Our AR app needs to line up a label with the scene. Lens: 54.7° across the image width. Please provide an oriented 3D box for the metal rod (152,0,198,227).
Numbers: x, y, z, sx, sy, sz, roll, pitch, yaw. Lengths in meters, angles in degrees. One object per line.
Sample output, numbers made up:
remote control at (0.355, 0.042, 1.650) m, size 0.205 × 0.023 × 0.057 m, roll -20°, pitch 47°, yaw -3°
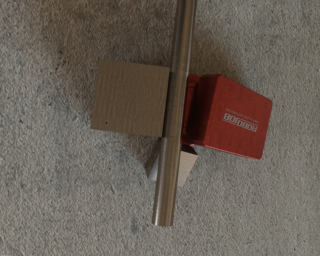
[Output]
metal rod at (0.020, -0.036, 0.373) m, size 0.025 × 0.025 × 0.298 m, roll 8°, pitch 85°, yaw -20°

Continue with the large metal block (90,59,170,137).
large metal block at (-0.034, -0.033, 0.373) m, size 0.081 × 0.050 × 0.080 m, roll 7°, pitch 88°, yaw -2°

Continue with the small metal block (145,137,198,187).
small metal block at (0.014, 0.045, 0.405) m, size 0.050 × 0.025 × 0.050 m, roll 17°, pitch 110°, yaw -19°

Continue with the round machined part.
round machined part at (0.037, -0.025, 0.415) m, size 0.099 × 0.042 × 0.097 m, roll 0°, pitch 90°, yaw -20°

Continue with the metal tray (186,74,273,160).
metal tray at (0.099, -0.011, 0.421) m, size 0.131 × 0.030 × 0.090 m, roll 16°, pitch 85°, yaw -40°
